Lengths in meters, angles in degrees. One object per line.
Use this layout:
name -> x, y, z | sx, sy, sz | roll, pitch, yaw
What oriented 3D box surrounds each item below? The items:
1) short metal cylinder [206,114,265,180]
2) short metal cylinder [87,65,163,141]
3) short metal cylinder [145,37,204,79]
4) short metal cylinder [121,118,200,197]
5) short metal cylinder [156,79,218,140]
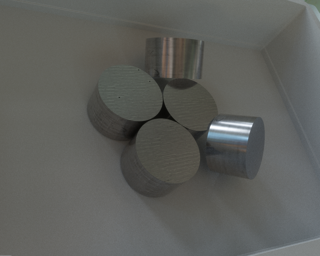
short metal cylinder -> 0.100, 0.023, 0.403 | 0.081, 0.050, 0.079 | -17, 111, -55
short metal cylinder -> -0.044, -0.031, 0.384 | 0.081, 0.050, 0.080 | 14, 56, -21
short metal cylinder -> 0.020, -0.095, 0.429 | 0.081, 0.080, 0.050 | -3, 102, -30
short metal cylinder -> 0.000, 0.036, 0.367 | 0.081, 0.050, 0.080 | 14, 56, -21
short metal cylinder -> 0.030, -0.020, 0.417 | 0.081, 0.050, 0.080 | 14, 56, -21
